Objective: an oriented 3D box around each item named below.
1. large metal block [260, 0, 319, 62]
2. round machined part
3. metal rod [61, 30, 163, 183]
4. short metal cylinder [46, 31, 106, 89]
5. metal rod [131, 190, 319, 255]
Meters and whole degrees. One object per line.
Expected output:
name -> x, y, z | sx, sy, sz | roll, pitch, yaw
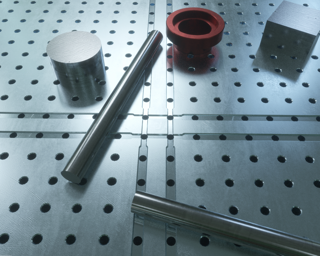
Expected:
large metal block -> 0.232, -0.170, 0.535 | 0.080, 0.050, 0.080 | 27, 55, 21
round machined part -> 0.059, -0.164, 0.534 | 0.099, 0.042, 0.098 | 0, 50, 0
metal rod -> -0.055, -0.052, 0.450 | 0.025, 0.025, 0.301 | 15, 51, 12
short metal cylinder -> -0.128, -0.106, 0.480 | 0.080, 0.050, 0.080 | 0, 50, 0
metal rod -> 0.116, 0.115, 0.311 | 0.301, 0.025, 0.025 | 14, 51, 11
